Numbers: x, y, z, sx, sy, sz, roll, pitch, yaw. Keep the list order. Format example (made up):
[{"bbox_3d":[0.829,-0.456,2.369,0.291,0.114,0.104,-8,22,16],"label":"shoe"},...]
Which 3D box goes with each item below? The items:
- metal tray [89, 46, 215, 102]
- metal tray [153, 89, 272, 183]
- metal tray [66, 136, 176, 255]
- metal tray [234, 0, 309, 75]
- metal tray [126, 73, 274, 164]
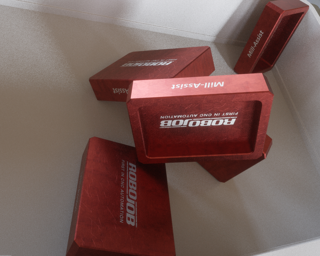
[{"bbox_3d":[-0.011,-0.066,0.380,0.090,0.130,0.030,-44,128,-39],"label":"metal tray"},{"bbox_3d":[0.062,0.003,0.394,0.130,0.090,0.030,41,49,0],"label":"metal tray"},{"bbox_3d":[-0.037,0.072,0.313,0.091,0.030,0.130,17,37,-19],"label":"metal tray"},{"bbox_3d":[0.187,-0.150,0.528,0.091,0.129,0.030,-24,58,-36],"label":"metal tray"},{"bbox_3d":[0.038,-0.006,0.312,0.131,0.089,0.030,-3,43,4],"label":"metal tray"}]
